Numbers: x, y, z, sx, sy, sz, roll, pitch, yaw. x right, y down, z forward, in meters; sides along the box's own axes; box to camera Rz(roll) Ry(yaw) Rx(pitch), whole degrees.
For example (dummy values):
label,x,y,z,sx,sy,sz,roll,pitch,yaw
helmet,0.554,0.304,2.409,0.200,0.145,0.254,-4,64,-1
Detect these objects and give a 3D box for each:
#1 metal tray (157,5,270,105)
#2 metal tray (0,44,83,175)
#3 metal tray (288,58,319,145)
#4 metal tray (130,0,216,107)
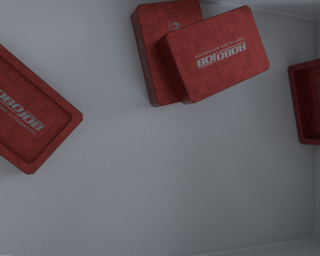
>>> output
label,x,y,z,sx,sy,sz,roll,pitch,yaw
metal tray,0.072,-0.095,0.403,0.131,0.030,0.090,-25,99,-19
metal tray,-0.165,-0.022,0.346,0.130,0.030,0.090,43,76,-15
metal tray,0.247,-0.039,0.469,0.030,0.090,0.129,-13,95,-20
metal tray,0.020,-0.100,0.416,0.091,0.030,0.129,-15,95,-20
